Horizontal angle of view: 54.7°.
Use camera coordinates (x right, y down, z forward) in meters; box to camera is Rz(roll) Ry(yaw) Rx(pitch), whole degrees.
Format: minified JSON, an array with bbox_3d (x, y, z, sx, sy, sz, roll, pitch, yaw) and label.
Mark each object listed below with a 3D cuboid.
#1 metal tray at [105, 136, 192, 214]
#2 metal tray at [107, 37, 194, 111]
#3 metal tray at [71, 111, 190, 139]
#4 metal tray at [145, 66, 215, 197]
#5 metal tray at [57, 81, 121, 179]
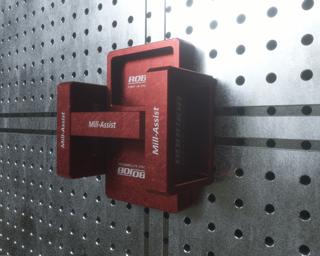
[{"bbox_3d":[-0.020,0.057,0.418,0.130,0.030,0.089,1,91,39],"label":"metal tray"},{"bbox_3d":[-0.018,-0.064,0.418,0.130,0.030,0.089,1,91,39],"label":"metal tray"},{"bbox_3d":[-0.039,-0.004,0.395,0.130,0.091,0.030,1,91,39],"label":"metal tray"},{"bbox_3d":[0.025,0.003,0.344,0.030,0.091,0.129,1,91,40],"label":"metal tray"},{"bbox_3d":[-0.100,0.003,0.446,0.030,0.091,0.129,1,91,40],"label":"metal tray"}]
